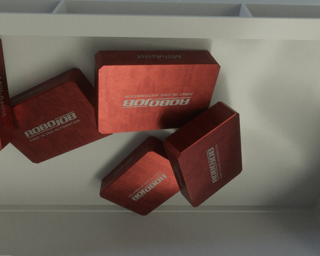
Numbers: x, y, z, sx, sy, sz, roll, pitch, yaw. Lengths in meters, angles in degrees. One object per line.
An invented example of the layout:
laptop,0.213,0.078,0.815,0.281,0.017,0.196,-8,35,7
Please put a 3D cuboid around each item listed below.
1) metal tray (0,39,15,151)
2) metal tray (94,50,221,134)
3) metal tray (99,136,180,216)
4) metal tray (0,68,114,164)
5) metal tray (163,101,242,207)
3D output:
metal tray,-0.219,-0.040,0.342,0.091,0.030,0.129,8,117,3
metal tray,-0.006,-0.040,0.350,0.131,0.030,0.089,-4,132,-17
metal tray,-0.019,0.078,0.472,0.090,0.030,0.129,32,123,-25
metal tray,-0.135,-0.011,0.395,0.130,0.030,0.090,-21,128,16
metal tray,0.061,0.039,0.399,0.090,0.030,0.130,-34,139,-13
